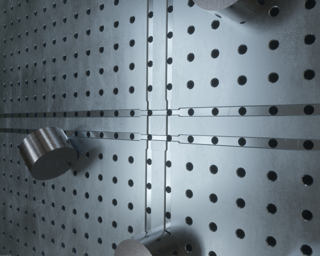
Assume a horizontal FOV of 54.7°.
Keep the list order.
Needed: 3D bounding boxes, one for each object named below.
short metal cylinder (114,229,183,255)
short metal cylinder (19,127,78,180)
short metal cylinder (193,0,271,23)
[{"bbox_3d":[-0.015,0.179,0.406,0.080,0.050,0.079,0,90,40],"label":"short metal cylinder"},{"bbox_3d":[-0.190,0.044,0.531,0.050,0.081,0.080,50,119,28],"label":"short metal cylinder"},{"bbox_3d":[0.077,-0.159,0.330,0.080,0.050,0.079,0,90,40],"label":"short metal cylinder"}]
